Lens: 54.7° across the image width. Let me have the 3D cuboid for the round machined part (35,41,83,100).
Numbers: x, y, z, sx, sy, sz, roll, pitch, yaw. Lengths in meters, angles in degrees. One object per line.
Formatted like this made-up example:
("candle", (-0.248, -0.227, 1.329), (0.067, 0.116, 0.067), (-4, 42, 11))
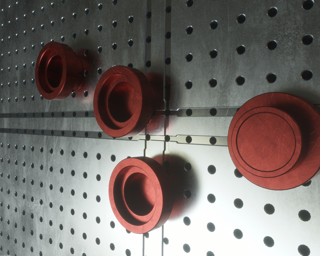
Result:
("round machined part", (-0.172, -0.097, 0.537), (0.098, 0.042, 0.097), (0, 90, 39))

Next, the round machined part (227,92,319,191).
("round machined part", (0.111, 0.013, 0.306), (0.098, 0.042, 0.097), (0, 90, 39))

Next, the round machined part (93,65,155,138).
("round machined part", (-0.046, -0.036, 0.434), (0.098, 0.042, 0.097), (0, 90, 39))

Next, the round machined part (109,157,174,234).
("round machined part", (-0.020, 0.086, 0.413), (0.098, 0.042, 0.097), (0, 90, 39))
